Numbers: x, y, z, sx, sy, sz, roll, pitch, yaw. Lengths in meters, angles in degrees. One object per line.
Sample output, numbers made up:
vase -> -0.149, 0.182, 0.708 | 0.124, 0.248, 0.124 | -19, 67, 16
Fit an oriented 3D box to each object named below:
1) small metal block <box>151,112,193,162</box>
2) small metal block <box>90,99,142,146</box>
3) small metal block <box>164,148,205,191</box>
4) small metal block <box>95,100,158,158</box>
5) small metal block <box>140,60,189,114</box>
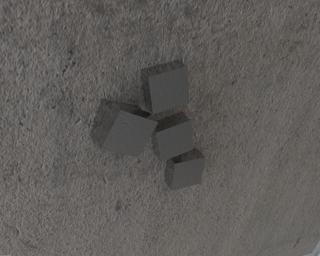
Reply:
small metal block -> 0.016, 0.012, 0.423 | 0.050, 0.025, 0.050 | -20, 126, -17
small metal block -> -0.052, -0.004, 0.376 | 0.050, 0.025, 0.050 | 9, 114, -32
small metal block -> 0.037, 0.062, 0.465 | 0.050, 0.025, 0.050 | -9, 123, -24
small metal block -> -0.038, 0.002, 0.355 | 0.050, 0.025, 0.050 | 18, 109, -35
small metal block -> 0.007, -0.050, 0.379 | 0.050, 0.025, 0.050 | -19, 126, -18
